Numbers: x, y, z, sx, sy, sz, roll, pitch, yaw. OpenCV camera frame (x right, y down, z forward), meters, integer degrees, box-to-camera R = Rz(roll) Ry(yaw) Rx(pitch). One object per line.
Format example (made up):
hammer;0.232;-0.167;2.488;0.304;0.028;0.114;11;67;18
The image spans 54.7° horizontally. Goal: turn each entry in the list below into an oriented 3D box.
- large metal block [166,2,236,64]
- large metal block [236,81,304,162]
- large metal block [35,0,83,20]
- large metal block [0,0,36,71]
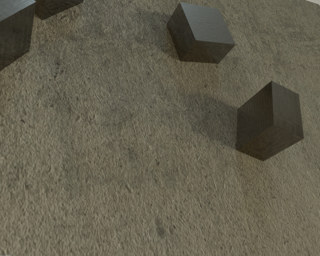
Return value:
large metal block;0.067;-0.157;0.520;0.081;0.050;0.080;-3;64;-30
large metal block;0.159;-0.008;0.459;0.050;0.080;0.080;23;53;-15
large metal block;-0.158;-0.208;0.429;0.080;0.050;0.080;43;51;1
large metal block;-0.191;-0.123;0.341;0.080;0.080;0.050;37;51;-4
